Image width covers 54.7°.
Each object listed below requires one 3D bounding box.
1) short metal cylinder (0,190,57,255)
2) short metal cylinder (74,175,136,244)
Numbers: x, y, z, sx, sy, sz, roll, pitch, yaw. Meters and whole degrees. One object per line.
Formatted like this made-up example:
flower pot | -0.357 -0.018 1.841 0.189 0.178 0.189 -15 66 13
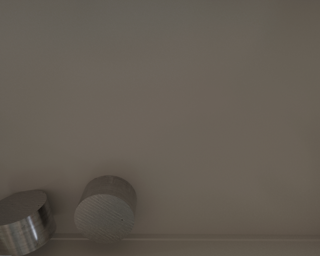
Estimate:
short metal cylinder | -0.191 0.129 0.427 0.080 0.080 0.050 -9 110 3
short metal cylinder | -0.075 0.115 0.439 0.081 0.050 0.079 0 110 -1
